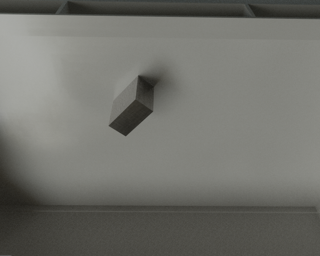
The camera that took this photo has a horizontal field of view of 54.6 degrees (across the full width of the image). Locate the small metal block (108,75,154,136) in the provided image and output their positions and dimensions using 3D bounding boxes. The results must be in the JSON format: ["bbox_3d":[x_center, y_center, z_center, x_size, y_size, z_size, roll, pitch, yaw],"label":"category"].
[{"bbox_3d":[-0.033,-0.027,0.370,0.025,0.050,0.050,34,122,-25],"label":"small metal block"}]
